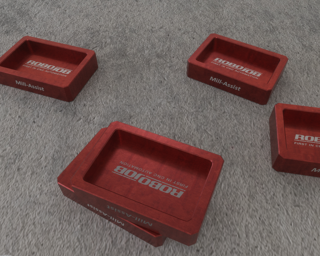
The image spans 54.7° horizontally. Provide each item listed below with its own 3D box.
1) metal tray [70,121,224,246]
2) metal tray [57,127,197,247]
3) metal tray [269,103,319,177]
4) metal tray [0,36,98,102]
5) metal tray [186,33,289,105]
[{"bbox_3d":[-0.011,0.051,0.317,0.130,0.030,0.090,18,52,14],"label":"metal tray"},{"bbox_3d":[-0.035,0.060,0.349,0.130,0.030,0.090,23,54,18],"label":"metal tray"},{"bbox_3d":[0.208,0.018,0.386,0.131,0.030,0.090,8,50,6],"label":"metal tray"},{"bbox_3d":[-0.174,-0.094,0.477,0.130,0.030,0.090,15,52,12],"label":"metal tray"},{"bbox_3d":[0.119,-0.095,0.480,0.130,0.030,0.090,25,54,19],"label":"metal tray"}]
